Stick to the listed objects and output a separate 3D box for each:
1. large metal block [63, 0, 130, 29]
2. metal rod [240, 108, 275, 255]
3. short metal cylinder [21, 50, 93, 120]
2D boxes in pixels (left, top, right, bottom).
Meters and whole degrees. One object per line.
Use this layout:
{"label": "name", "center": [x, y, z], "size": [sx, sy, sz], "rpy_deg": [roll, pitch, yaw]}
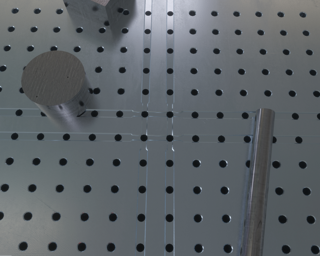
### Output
{"label": "large metal block", "center": [-0.094, -0.212, 0.475], "size": [0.080, 0.050, 0.080], "rpy_deg": [26, 72, 9]}
{"label": "metal rod", "center": [0.112, 0.116, 0.369], "size": [0.025, 0.025, 0.299], "rpy_deg": [11, 70, 4]}
{"label": "short metal cylinder", "center": [-0.136, -0.056, 0.418], "size": [0.081, 0.050, 0.080], "rpy_deg": [0, 70, 0]}
